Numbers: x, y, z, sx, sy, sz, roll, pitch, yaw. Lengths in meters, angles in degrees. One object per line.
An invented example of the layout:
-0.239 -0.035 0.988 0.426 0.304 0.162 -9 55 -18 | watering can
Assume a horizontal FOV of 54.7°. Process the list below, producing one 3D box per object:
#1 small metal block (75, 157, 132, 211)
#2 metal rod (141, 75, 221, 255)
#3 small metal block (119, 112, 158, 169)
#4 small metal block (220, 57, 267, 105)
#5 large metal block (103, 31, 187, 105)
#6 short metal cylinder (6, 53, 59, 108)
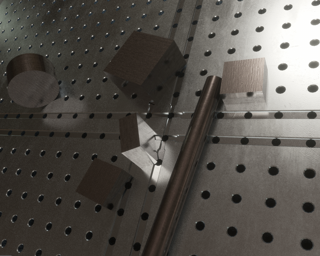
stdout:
-0.073 0.072 0.401 0.050 0.025 0.050 16 70 34 | small metal block
0.020 0.069 0.354 0.025 0.025 0.300 9 66 31 | metal rod
-0.027 0.017 0.395 0.025 0.050 0.050 -21 54 16 | small metal block
0.106 -0.058 0.388 0.050 0.025 0.050 -1 61 27 | small metal block
-0.022 -0.090 0.458 0.080 0.050 0.080 25 75 36 | large metal block
-0.220 -0.081 0.536 0.080 0.080 0.050 -33 52 7 | short metal cylinder
